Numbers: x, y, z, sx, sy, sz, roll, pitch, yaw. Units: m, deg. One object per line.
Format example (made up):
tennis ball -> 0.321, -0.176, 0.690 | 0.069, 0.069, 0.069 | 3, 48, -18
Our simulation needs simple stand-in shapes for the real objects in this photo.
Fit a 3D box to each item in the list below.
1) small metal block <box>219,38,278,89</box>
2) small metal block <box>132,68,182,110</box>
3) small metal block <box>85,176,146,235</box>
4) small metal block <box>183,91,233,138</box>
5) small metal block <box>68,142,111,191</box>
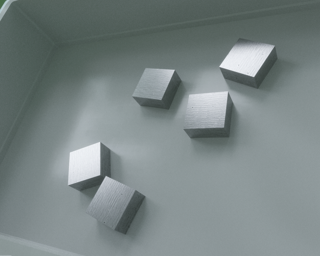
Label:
small metal block -> 0.114, -0.084, 0.398 | 0.050, 0.025, 0.050 | 27, 76, 37
small metal block -> -0.004, -0.057, 0.443 | 0.050, 0.025, 0.050 | 10, 67, 32
small metal block -> -0.054, 0.093, 0.377 | 0.050, 0.025, 0.050 | 17, 70, 34
small metal block -> 0.060, -0.016, 0.384 | 0.050, 0.025, 0.050 | -2, 61, 27
small metal block -> -0.096, 0.053, 0.424 | 0.050, 0.025, 0.050 | -19, 54, 17
